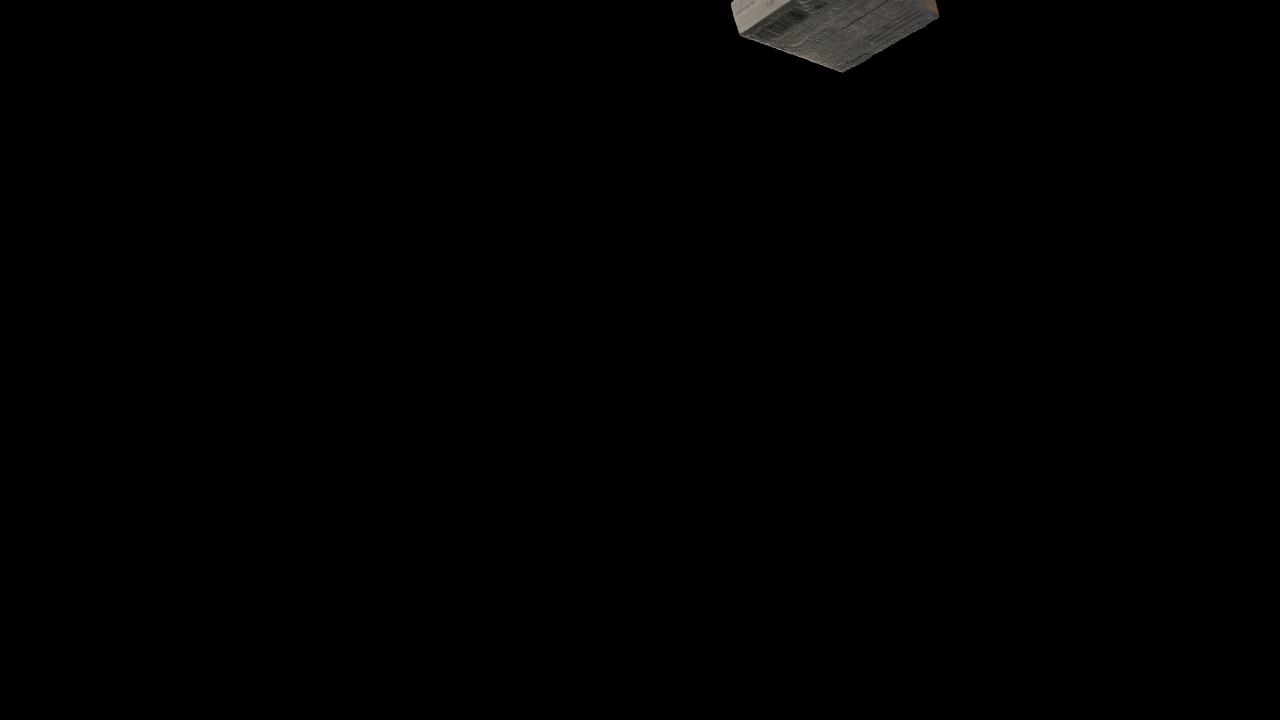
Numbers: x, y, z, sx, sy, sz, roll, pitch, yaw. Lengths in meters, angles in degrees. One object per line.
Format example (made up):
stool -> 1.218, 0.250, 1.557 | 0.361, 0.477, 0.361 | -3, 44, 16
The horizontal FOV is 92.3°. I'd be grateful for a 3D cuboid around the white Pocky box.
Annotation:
white Pocky box -> 0.142, -0.246, 0.435 | 0.154, 0.028, 0.084 | -14, 0, -45
